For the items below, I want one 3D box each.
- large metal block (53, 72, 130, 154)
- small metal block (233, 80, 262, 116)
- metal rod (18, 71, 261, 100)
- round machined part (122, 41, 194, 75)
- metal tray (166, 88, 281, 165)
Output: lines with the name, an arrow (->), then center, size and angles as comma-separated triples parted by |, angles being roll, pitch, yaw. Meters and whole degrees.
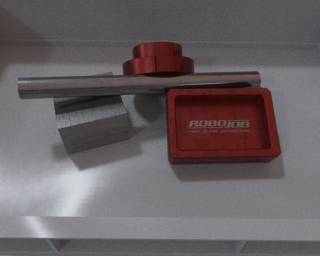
large metal block -> -0.090, -0.022, 0.403 | 0.081, 0.050, 0.080 | -14, 52, -12
small metal block -> 0.118, -0.045, 0.442 | 0.050, 0.025, 0.050 | -9, 51, -8
metal rod -> -0.014, -0.056, 0.391 | 0.302, 0.025, 0.025 | -4, 50, -13
round machined part -> -0.003, -0.090, 0.429 | 0.099, 0.098, 0.042 | -3, 91, -3
metal tray -> 0.074, -0.003, 0.385 | 0.131, 0.030, 0.090 | -1, 69, -2
